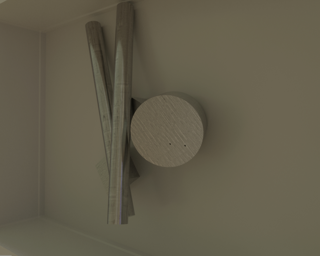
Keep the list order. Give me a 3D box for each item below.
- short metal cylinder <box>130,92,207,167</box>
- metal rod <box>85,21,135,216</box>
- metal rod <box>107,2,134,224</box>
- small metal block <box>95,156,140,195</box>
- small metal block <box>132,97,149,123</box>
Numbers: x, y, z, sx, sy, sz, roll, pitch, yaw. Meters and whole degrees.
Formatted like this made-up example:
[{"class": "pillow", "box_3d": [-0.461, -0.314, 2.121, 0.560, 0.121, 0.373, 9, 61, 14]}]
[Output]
[{"class": "short metal cylinder", "box_3d": [0.012, -0.001, 0.358, 0.080, 0.050, 0.079, 2, 102, 13]}, {"class": "metal rod", "box_3d": [-0.075, -0.024, 0.446, 0.025, 0.025, 0.299, -26, 67, 36]}, {"class": "metal rod", "box_3d": [-0.050, -0.029, 0.410, 0.025, 0.025, 0.299, -11, 72, 39]}, {"class": "small metal block", "box_3d": [-0.064, 0.063, 0.457, 0.050, 0.025, 0.050, -41, 65, 32]}, {"class": "small metal block", "box_3d": [-0.026, -0.011, 0.418, 0.050, 0.025, 0.050, 34, 111, 50]}]
